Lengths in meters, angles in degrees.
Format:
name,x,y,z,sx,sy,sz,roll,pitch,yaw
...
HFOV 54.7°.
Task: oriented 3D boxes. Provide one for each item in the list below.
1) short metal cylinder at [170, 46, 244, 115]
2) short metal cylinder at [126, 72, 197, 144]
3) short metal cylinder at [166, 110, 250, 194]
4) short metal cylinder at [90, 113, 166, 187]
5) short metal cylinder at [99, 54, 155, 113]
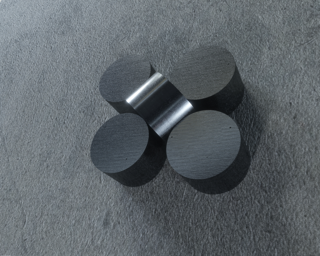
name,x,y,z,sx,sy,sz,roll,pitch,yaw
short metal cylinder,0.060,-0.056,0.389,0.080,0.050,0.080,-13,56,20
short metal cylinder,0.004,-0.022,0.381,0.050,0.080,0.080,-43,51,-1
short metal cylinder,0.054,0.027,0.342,0.080,0.050,0.080,-13,56,20
short metal cylinder,-0.039,0.028,0.390,0.080,0.050,0.080,-13,56,20
short metal cylinder,-0.039,-0.058,0.442,0.080,0.050,0.080,-13,56,20
